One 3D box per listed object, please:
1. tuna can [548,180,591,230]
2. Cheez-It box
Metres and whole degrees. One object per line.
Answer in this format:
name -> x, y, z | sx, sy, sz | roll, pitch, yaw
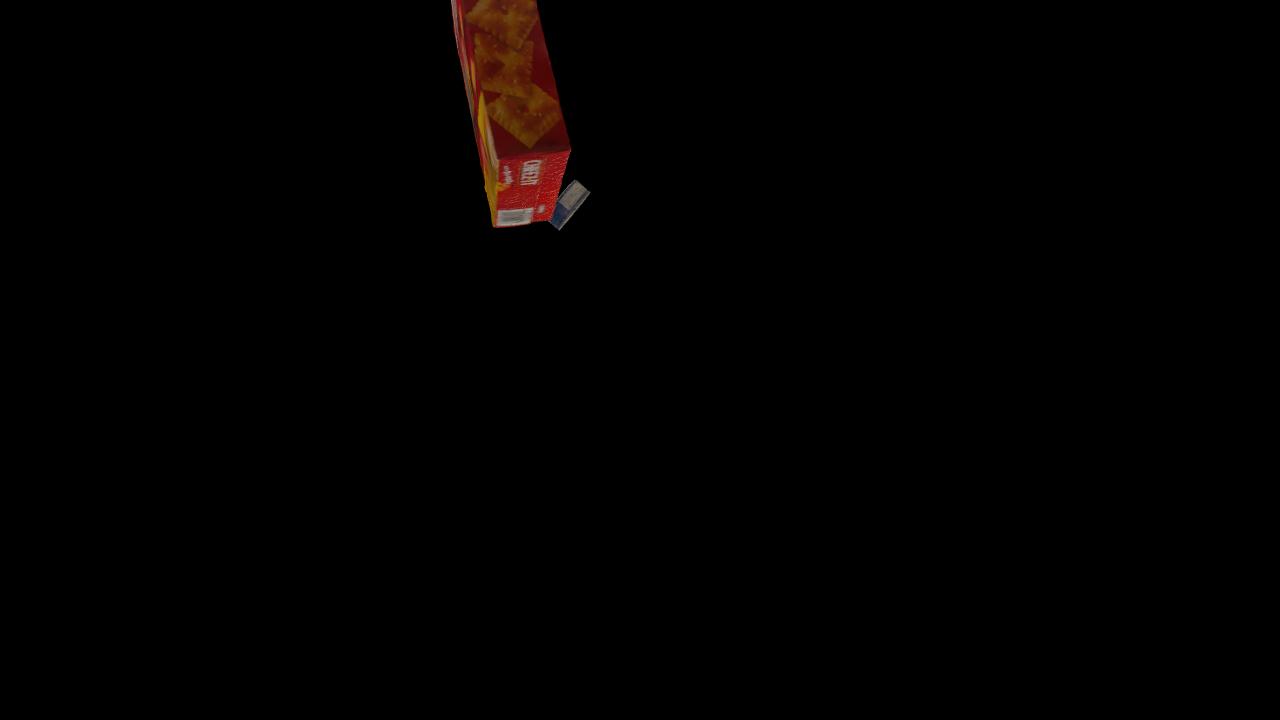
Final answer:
tuna can -> -0.122, -0.260, 1.031 | 0.034, 0.084, 0.084 | 40, -9, -11
Cheez-It box -> -0.128, -0.260, 0.581 | 0.071, 0.223, 0.166 | -12, -5, -15
